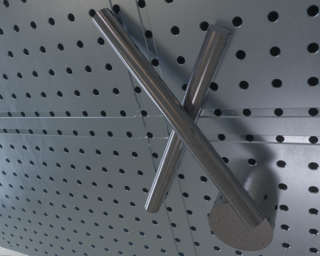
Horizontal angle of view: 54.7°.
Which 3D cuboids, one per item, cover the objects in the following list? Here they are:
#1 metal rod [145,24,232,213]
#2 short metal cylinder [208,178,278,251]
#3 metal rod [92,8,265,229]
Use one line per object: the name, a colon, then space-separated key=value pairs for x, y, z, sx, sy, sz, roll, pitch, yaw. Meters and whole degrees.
metal rod: x=0.025 y=0.013 z=0.406 sx=0.025 sy=0.025 sz=0.298 roll=27 pitch=128 yaw=11
short metal cylinder: x=0.110 y=0.113 z=0.407 sx=0.080 sy=0.050 sz=0.079 roll=13 pitch=124 yaw=21
metal rod: x=0.020 y=-0.013 z=0.359 sx=0.025 sy=0.025 sz=0.299 roll=-39 pitch=86 yaw=39
